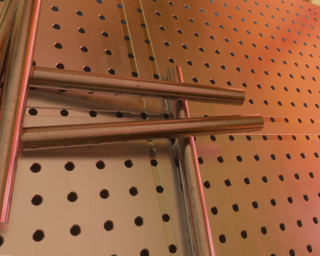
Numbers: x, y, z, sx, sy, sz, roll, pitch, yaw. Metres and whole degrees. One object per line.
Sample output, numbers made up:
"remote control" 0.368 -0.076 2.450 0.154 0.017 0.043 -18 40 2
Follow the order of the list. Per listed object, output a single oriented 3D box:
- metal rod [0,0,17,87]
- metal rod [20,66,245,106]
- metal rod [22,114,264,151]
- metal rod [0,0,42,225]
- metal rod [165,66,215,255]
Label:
"metal rod" -0.178 -0.081 0.340 0.025 0.025 0.300 12 50 -21
"metal rod" -0.027 -0.053 0.402 0.302 0.025 0.025 3 60 -18
"metal rod" -0.003 0.002 0.379 0.302 0.025 0.025 -4 64 -21
"metal rod" -0.151 -0.054 0.328 0.025 0.025 0.299 9 65 -24
"metal rod" 0.037 0.044 0.400 0.025 0.025 0.299 7 59 -25
